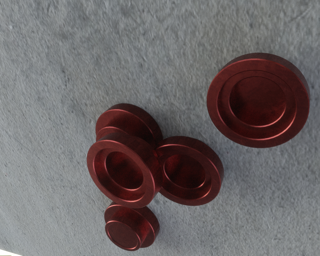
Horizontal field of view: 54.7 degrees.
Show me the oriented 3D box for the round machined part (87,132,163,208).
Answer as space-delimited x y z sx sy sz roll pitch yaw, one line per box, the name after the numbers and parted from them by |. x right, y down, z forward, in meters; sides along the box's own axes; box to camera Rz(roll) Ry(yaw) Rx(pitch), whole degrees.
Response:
-0.039 0.048 0.388 0.098 0.042 0.097 15 123 24 | round machined part

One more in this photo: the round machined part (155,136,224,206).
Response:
0.035 0.051 0.406 0.098 0.042 0.097 12 124 18 | round machined part

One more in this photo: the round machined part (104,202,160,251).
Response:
-0.054 0.170 0.527 0.098 0.042 0.097 13 124 20 | round machined part

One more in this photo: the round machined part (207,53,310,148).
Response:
0.102 -0.031 0.322 0.098 0.042 0.097 13 124 20 | round machined part

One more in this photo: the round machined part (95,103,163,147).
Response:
-0.049 0.018 0.431 0.098 0.042 0.097 13 124 20 | round machined part
